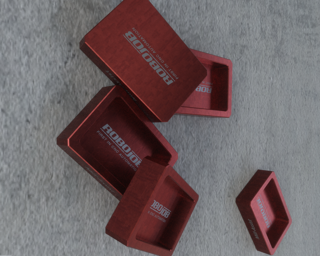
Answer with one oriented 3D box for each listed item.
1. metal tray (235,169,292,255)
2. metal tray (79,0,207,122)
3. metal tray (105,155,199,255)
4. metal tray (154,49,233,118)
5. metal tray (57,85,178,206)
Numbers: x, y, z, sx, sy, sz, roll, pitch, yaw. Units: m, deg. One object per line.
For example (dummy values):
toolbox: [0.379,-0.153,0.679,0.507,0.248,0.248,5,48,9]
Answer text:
metal tray: [0.193,0.153,0.567,0.090,0.030,0.129,-41,115,-33]
metal tray: [-0.016,-0.080,0.364,0.130,0.030,0.090,46,72,-18]
metal tray: [-0.001,0.098,0.365,0.090,0.030,0.130,-62,149,-15]
metal tray: [0.052,-0.062,0.447,0.131,0.030,0.089,2,89,-40]
metal tray: [-0.043,0.025,0.366,0.130,0.030,0.090,51,60,-28]
